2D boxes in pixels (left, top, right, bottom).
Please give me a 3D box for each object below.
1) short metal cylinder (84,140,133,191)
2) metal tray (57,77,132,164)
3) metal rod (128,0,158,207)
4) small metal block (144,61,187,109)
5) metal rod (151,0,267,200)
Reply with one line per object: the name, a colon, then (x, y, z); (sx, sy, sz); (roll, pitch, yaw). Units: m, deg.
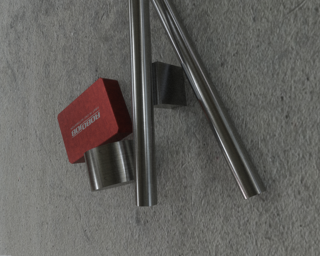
short metal cylinder: (-0.056, 0.051, 0.413); (0.080, 0.081, 0.050); (-23, 76, 37)
metal tray: (-0.106, -0.008, 0.486); (0.130, 0.030, 0.090); (-32, 71, 35)
metal rod: (-0.021, -0.063, 0.355); (0.025, 0.025, 0.298); (-4, 87, 39)
small metal block: (0.006, -0.051, 0.382); (0.025, 0.050, 0.050); (-9, 84, 39)
metal rod: (0.044, -0.062, 0.366); (0.025, 0.025, 0.299); (-35, 69, 34)
